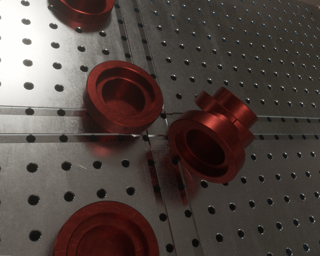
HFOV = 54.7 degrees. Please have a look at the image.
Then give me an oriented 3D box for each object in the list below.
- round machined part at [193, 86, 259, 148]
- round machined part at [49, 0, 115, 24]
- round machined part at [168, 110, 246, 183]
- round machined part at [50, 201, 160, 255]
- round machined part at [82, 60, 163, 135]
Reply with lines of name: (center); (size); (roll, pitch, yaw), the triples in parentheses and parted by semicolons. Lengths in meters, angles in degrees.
round machined part: (0.096, -0.020, 0.429); (0.098, 0.042, 0.098); (41, 8, -7)
round machined part: (-0.114, -0.207, 0.463); (0.099, 0.042, 0.098); (14, 56, -21)
round machined part: (0.061, 0.018, 0.382); (0.098, 0.098, 0.042); (45, 57, 3)
round machined part: (-0.054, 0.123, 0.294); (0.099, 0.042, 0.098); (14, 56, -21)
round machined part: (-0.049, -0.034, 0.393); (0.099, 0.042, 0.098); (14, 56, -21)
